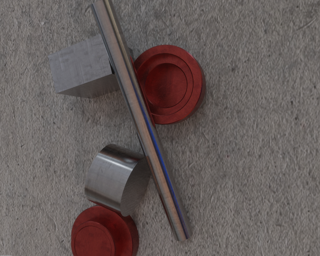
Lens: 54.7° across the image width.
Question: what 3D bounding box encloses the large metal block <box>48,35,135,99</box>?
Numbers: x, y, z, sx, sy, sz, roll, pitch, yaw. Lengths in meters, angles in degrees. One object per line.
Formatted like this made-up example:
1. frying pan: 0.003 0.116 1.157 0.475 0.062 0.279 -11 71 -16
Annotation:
1. large metal block: -0.084 -0.077 0.409 0.080 0.080 0.050 -15 85 19

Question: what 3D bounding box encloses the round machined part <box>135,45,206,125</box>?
1. round machined part: 0.010 -0.053 0.396 0.098 0.042 0.097 0 90 19

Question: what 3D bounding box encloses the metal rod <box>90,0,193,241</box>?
1. metal rod: -0.018 0.000 0.372 0.025 0.025 0.298 -15 101 19

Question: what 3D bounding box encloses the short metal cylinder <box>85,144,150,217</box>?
1. short metal cylinder: -0.051 0.066 0.398 0.050 0.080 0.080 18 96 19

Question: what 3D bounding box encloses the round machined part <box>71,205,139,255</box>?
1. round machined part: -0.082 0.158 0.429 0.098 0.042 0.097 0 90 20
